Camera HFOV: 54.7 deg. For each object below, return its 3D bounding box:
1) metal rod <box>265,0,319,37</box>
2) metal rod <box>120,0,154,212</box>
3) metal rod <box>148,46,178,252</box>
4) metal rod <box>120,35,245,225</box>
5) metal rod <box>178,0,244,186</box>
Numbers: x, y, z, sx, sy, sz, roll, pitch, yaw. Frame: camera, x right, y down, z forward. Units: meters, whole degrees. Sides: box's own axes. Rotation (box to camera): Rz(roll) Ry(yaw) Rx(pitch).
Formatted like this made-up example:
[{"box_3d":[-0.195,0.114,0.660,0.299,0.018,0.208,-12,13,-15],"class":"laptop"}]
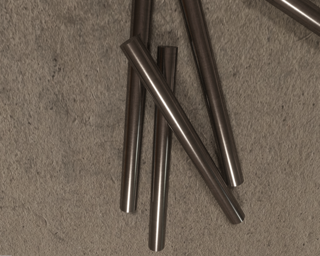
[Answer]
[{"box_3d":[0.132,-0.156,0.354,0.301,0.025,0.025,28,108,-11],"class":"metal rod"},{"box_3d":[-0.032,-0.023,0.400,0.025,0.025,0.298,5,110,-2],"class":"metal rod"},{"box_3d":[0.002,0.041,0.425,0.025,0.025,0.298,3,110,-2],"class":"metal rod"},{"box_3d":[0.041,0.019,0.398,0.025,0.025,0.299,-28,115,10],"class":"metal rod"},{"box_3d":[0.063,-0.058,0.389,0.025,0.025,0.298,-16,110,5],"class":"metal rod"}]
